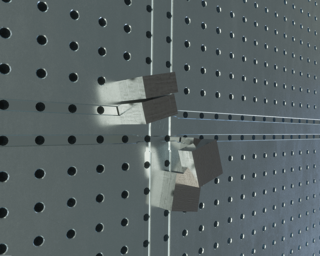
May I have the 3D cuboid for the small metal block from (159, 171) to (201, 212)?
[{"bbox_3d":[0.030,0.089,0.433,0.050,0.025,0.050,14,81,-39],"label":"small metal block"}]

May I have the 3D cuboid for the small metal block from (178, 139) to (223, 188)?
[{"bbox_3d":[0.056,0.046,0.423,0.050,0.025,0.050,-21,103,-38],"label":"small metal block"}]

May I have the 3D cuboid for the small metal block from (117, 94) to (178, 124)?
[{"bbox_3d":[-0.015,-0.023,0.379,0.050,0.050,0.025,-19,103,-38],"label":"small metal block"}]

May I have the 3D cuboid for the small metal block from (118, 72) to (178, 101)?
[{"bbox_3d":[-0.015,-0.051,0.379,0.050,0.050,0.025,-16,101,-39],"label":"small metal block"}]

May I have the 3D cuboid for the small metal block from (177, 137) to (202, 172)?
[{"bbox_3d":[0.055,0.042,0.454,0.050,0.025,0.050,14,81,-39],"label":"small metal block"}]
